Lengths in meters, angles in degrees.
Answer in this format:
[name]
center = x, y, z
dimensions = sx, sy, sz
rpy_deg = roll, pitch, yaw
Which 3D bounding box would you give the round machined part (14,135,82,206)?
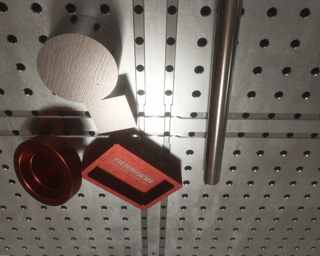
[round machined part]
center = -0.148, 0.054, 0.427
dimensions = 0.098, 0.042, 0.097
rpy_deg = 9, 113, 21

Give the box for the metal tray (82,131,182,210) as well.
[metal tray]
center = -0.042, 0.068, 0.465
dimensions = 0.130, 0.030, 0.090
rpy_deg = 36, 121, -27

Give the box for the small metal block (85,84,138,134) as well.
[small metal block]
center = -0.060, -0.024, 0.391
dimensions = 0.050, 0.025, 0.050
rpy_deg = -11, 130, 8

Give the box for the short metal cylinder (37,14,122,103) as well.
[short metal cylinder]
center = -0.083, -0.073, 0.332
dimensions = 0.081, 0.050, 0.079
rpy_deg = 0, 130, 0

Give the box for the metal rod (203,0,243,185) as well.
[metal rod]
center = 0.074, -0.034, 0.383
dimensions = 0.025, 0.025, 0.298
rpy_deg = -2, 130, 1
